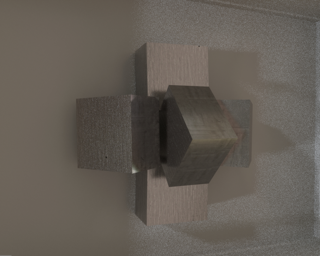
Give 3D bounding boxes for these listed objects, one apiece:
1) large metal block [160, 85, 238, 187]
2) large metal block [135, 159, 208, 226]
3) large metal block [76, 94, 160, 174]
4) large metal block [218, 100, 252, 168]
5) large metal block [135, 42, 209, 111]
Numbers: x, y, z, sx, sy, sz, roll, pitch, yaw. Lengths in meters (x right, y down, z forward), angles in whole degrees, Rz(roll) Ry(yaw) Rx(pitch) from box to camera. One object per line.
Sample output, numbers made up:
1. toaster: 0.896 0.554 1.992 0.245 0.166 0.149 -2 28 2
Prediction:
1. large metal block: 0.033 0.009 0.350 0.050 0.079 0.080 -1 47 -21
2. large metal block: 0.014 0.076 0.401 0.081 0.050 0.080 1 90 -20
3. large metal block: -0.048 0.006 0.354 0.050 0.080 0.079 -3 92 -57
4. large metal block: 0.093 0.006 0.407 0.050 0.080 0.080 1 90 19
5. large metal block: 0.015 -0.062 0.398 0.081 0.050 0.080 -2 91 -20
